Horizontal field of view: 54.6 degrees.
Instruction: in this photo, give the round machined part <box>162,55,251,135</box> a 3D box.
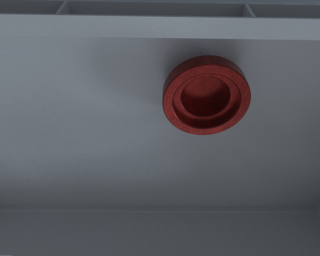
[{"bbox_3d":[0.052,-0.041,0.363,0.099,0.042,0.097,0,130,0],"label":"round machined part"}]
